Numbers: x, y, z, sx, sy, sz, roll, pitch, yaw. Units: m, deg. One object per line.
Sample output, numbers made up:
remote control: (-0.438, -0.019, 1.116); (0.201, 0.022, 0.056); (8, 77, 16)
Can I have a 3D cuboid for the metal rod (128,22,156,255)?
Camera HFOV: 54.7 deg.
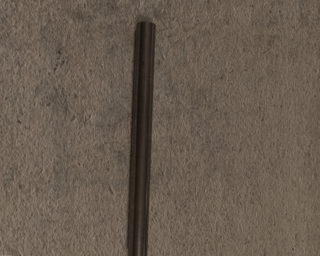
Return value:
metal rod: (-0.023, 0.015, 0.401); (0.025, 0.025, 0.298); (2, 89, -20)
